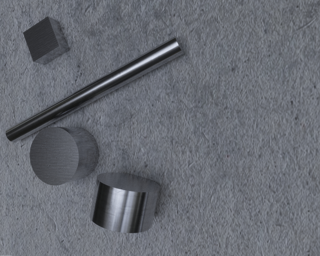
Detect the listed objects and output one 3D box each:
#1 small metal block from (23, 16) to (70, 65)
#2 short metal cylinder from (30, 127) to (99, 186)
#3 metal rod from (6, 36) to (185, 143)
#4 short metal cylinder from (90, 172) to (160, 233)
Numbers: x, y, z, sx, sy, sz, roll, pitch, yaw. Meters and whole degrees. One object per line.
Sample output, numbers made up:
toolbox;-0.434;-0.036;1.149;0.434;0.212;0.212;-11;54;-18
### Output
small metal block;-0.172;-0.131;0.470;0.050;0.025;0.050;-24;82;18
short metal cylinder;-0.136;0.038;0.444;0.080;0.050;0.080;0;90;20
metal rod;-0.104;-0.048;0.445;0.300;0.025;0.025;-25;82;18
short metal cylinder;-0.045;0.092;0.395;0.080;0.080;0.050;13;94;19
